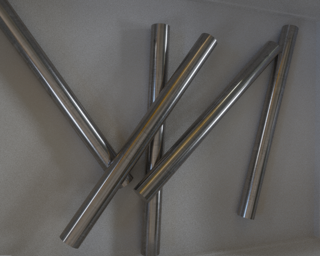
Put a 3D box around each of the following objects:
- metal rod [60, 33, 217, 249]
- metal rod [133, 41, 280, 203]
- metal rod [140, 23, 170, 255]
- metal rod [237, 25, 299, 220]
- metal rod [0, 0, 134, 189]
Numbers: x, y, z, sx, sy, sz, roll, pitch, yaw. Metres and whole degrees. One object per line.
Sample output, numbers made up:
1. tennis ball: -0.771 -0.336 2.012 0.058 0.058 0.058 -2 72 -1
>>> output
1. metal rod: -0.018 0.006 0.375 0.025 0.025 0.300 38 78 -16
2. metal rod: 0.075 -0.021 0.422 0.301 0.025 0.025 -46 105 -20
3. metal rod: -0.006 0.015 0.408 0.025 0.025 0.298 3 89 -20
4. metal rod: 0.165 -0.012 0.471 0.025 0.025 0.299 17 84 -19
5. metal rod: -0.125 -0.053 0.364 0.025 0.025 0.299 -37 102 -16
